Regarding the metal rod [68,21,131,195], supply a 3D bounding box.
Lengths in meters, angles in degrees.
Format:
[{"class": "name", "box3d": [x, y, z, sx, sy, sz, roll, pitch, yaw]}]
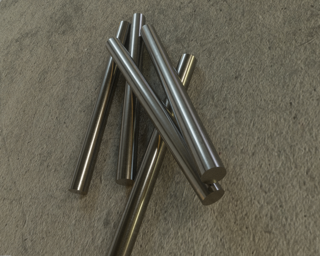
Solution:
[{"class": "metal rod", "box3d": [-0.084, -0.047, 0.474, 0.025, 0.025, 0.299, -4, 60, 26]}]

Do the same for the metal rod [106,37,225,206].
[{"class": "metal rod", "box3d": [-0.011, -0.032, 0.394, 0.025, 0.025, 0.300, -36, 52, 4]}]

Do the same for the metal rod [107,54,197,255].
[{"class": "metal rod", "box3d": [-0.007, 0.033, 0.385, 0.025, 0.025, 0.300, 6, 65, 30]}]

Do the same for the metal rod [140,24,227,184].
[{"class": "metal rod", "box3d": [0.015, -0.056, 0.392, 0.025, 0.025, 0.300, -29, 44, 9]}]

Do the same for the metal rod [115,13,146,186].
[{"class": "metal rod", "box3d": [-0.040, -0.061, 0.460, 0.025, 0.025, 0.299, -12, 56, 21]}]
